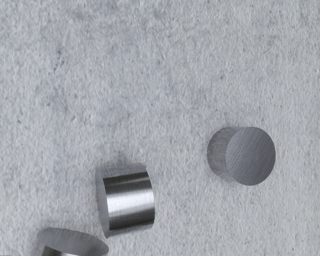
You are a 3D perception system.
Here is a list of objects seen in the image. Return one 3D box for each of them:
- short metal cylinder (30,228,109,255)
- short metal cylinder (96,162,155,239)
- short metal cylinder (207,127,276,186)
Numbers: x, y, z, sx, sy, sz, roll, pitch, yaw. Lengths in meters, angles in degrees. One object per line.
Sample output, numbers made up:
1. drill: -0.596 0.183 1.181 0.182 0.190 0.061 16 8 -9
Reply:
1. short metal cylinder: -0.103 0.150 0.343 0.081 0.080 0.050 18 84 -20
2. short metal cylinder: -0.043 0.084 0.365 0.050 0.080 0.079 -6 92 -20
3. short metal cylinder: 0.115 0.038 0.440 0.081 0.050 0.079 0 90 -21
